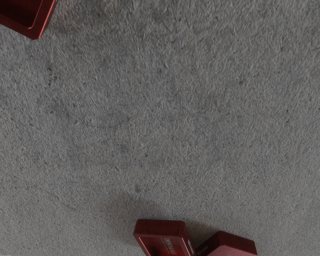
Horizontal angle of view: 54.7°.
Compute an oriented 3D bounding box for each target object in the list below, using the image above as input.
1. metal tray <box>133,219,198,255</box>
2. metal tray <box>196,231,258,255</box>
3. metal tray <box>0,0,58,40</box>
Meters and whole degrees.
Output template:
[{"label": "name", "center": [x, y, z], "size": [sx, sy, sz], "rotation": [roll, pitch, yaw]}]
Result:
[{"label": "metal tray", "center": [0.014, 0.220, 0.578], "size": [0.090, 0.030, 0.129], "rotation": [-4, 131, 19]}, {"label": "metal tray", "center": [0.121, 0.263, 0.629], "size": [0.091, 0.030, 0.129], "rotation": [23, 126, -19]}, {"label": "metal tray", "center": [-0.126, -0.154, 0.270], "size": [0.090, 0.030, 0.129], "rotation": [25, 126, -20]}]
